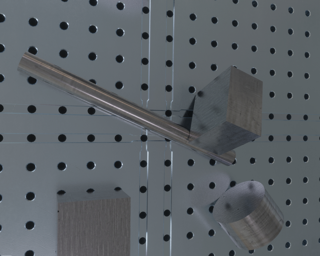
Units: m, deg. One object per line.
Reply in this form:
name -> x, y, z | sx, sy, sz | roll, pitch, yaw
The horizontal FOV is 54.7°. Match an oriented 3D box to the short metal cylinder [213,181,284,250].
short metal cylinder -> 0.121, 0.119, 0.428 | 0.080, 0.080, 0.050 | -40, 103, -15

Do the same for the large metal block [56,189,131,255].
large metal block -> -0.081, 0.120, 0.370 | 0.081, 0.050, 0.080 | 0, 90, -20

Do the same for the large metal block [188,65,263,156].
large metal block -> 0.084, -0.020, 0.401 | 0.050, 0.080, 0.080 | 22, 60, -19

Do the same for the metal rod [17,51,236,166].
metal rod -> -0.028, -0.017, 0.402 | 0.302, 0.025, 0.025 | 25, 82, -19
